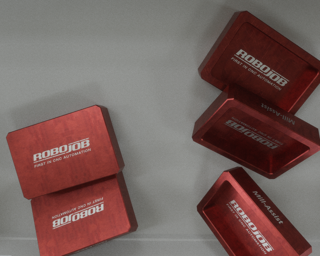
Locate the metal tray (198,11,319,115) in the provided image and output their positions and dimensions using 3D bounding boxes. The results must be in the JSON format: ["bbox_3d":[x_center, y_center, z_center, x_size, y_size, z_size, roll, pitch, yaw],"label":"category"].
[{"bbox_3d":[0.125,-0.071,0.383,0.131,0.030,0.090,30,107,-11],"label":"metal tray"}]

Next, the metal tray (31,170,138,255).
[{"bbox_3d":[-0.105,0.117,0.424,0.130,0.030,0.090,-22,69,7],"label":"metal tray"}]

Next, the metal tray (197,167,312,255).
[{"bbox_3d":[0.112,0.126,0.397,0.030,0.130,0.089,-9,139,-39],"label":"metal tray"}]

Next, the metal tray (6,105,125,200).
[{"bbox_3d":[-0.122,0.031,0.403,0.131,0.030,0.090,-17,89,6],"label":"metal tray"}]

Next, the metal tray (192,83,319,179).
[{"bbox_3d":[0.118,0.009,0.391,0.131,0.030,0.089,27,137,-10],"label":"metal tray"}]
